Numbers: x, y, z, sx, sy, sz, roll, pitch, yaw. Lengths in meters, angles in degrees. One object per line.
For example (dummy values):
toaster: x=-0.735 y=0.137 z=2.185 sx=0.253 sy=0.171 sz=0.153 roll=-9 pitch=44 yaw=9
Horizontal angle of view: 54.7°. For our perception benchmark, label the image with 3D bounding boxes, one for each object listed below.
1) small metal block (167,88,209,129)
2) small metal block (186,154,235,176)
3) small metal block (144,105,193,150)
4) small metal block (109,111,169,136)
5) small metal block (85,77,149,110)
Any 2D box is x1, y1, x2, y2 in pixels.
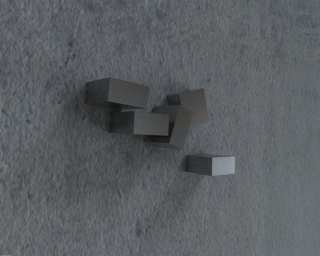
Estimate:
small metal block: x=0.041 y=-0.027 z=0.441 sx=0.050 sy=0.025 sz=0.050 roll=-18 pitch=102 yaw=-39
small metal block: x=0.073 y=0.053 z=0.453 sx=0.050 sy=0.050 sz=0.025 roll=2 pitch=89 yaw=-40
small metal block: x=0.010 y=-0.001 z=0.399 sx=0.025 sy=0.050 sz=0.050 roll=26 pitch=74 yaw=-38
small metal block: x=-0.025 y=-0.005 z=0.369 sx=0.050 sy=0.050 sz=0.025 roll=4 pitch=88 yaw=-40
small metal block: x=-0.049 y=-0.037 z=0.349 sx=0.050 sy=0.050 sz=0.025 roll=8 pitch=85 yaw=-40
